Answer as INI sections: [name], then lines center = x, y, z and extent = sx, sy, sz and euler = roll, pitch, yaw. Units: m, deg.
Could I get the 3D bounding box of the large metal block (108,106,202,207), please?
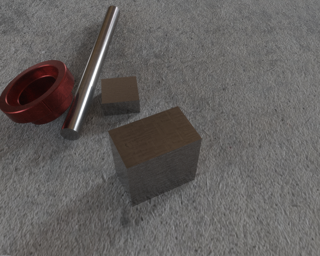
[large metal block]
center = -0.006, 0.032, 0.340
extent = 0.081, 0.080, 0.050
euler = -21, 53, -17

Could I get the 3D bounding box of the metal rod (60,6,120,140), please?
[metal rod]
center = -0.101, -0.106, 0.490
extent = 0.025, 0.025, 0.300
euler = 4, 50, 3

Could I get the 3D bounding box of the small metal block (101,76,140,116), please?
[small metal block]
center = -0.056, -0.046, 0.441
extent = 0.050, 0.025, 0.050
euler = -6, 50, -6

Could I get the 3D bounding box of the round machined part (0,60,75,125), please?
[round machined part]
center = -0.157, -0.043, 0.413
extent = 0.098, 0.042, 0.098
euler = -13, 46, 15
